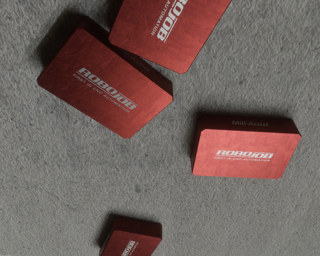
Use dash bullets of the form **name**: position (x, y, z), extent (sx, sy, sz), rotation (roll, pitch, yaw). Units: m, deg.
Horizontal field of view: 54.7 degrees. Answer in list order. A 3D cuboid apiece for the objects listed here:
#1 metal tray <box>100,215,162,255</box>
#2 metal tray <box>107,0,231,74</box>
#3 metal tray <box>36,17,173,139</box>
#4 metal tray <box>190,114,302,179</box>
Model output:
- **metal tray**: position (-0.059, 0.222, 0.592), extent (0.091, 0.030, 0.129), rotation (15, 129, -13)
- **metal tray**: position (0.015, -0.125, 0.298), extent (0.091, 0.030, 0.129), rotation (20, 127, -17)
- **metal tray**: position (-0.060, -0.051, 0.360), extent (0.130, 0.030, 0.090), rotation (35, 122, -26)
- **metal tray**: position (0.113, 0.028, 0.429), extent (0.131, 0.030, 0.089), rotation (3, 130, -3)
